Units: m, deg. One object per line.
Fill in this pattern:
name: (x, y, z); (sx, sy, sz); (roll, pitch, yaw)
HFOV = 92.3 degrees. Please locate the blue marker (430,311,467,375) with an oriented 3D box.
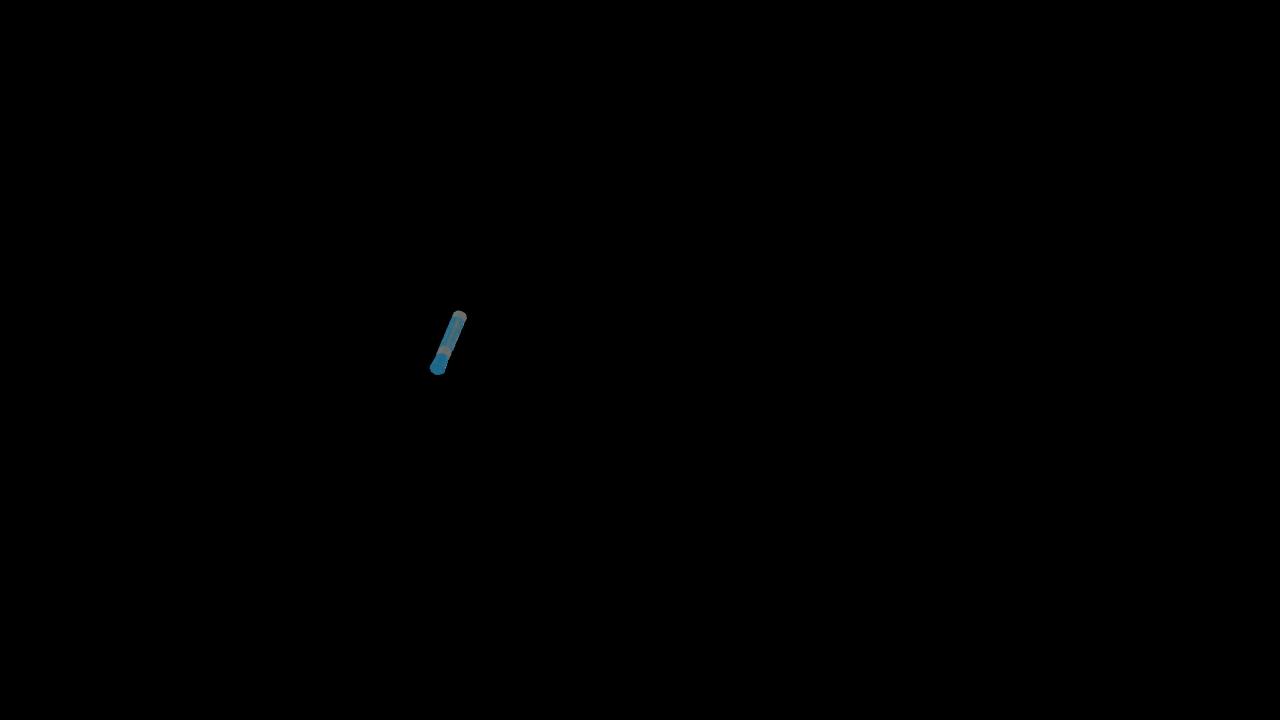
blue marker: (-0.248, -0.023, 0.797); (0.020, 0.020, 0.121); (0, 39, 1)
